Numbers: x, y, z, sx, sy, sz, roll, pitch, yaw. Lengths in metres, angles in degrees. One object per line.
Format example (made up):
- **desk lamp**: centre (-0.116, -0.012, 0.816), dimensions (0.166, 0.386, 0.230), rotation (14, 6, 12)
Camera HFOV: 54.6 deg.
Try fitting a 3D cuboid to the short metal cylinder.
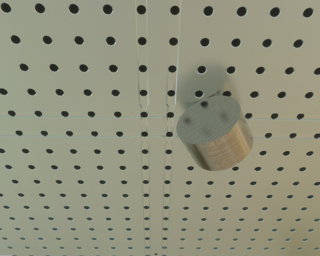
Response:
- **short metal cylinder**: centre (0.067, 0.006, 0.381), dimensions (0.080, 0.080, 0.050), rotation (-21, 127, 17)
